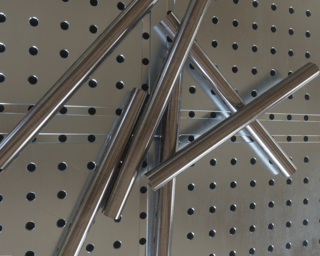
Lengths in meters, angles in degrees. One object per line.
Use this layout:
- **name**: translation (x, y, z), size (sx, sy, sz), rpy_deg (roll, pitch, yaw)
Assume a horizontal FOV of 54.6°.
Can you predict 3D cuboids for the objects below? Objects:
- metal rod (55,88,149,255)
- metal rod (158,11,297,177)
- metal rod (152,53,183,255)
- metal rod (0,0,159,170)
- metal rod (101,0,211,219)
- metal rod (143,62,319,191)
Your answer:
- **metal rod**: translation (-0.083, 0.089, 0.381), size (0.025, 0.025, 0.299), rpy_deg (26, 81, -18)
- **metal rod**: translation (0.105, -0.040, 0.450), size (0.025, 0.025, 0.300), rpy_deg (-46, 104, -14)
- **metal rod**: translation (0.010, 0.051, 0.416), size (0.025, 0.025, 0.298), rpy_deg (4, 89, -20)
- **metal rod**: translation (-0.091, -0.075, 0.378), size (0.025, 0.025, 0.300), rpy_deg (42, 77, -15)
- **metal rod**: translation (-0.004, -0.029, 0.392), size (0.025, 0.025, 0.299), rpy_deg (23, 89, -19)
- **metal rod**: translation (0.108, -0.010, 0.424), size (0.301, 0.025, 0.025), rpy_deg (-33, 101, -17)
